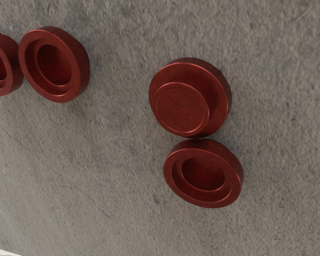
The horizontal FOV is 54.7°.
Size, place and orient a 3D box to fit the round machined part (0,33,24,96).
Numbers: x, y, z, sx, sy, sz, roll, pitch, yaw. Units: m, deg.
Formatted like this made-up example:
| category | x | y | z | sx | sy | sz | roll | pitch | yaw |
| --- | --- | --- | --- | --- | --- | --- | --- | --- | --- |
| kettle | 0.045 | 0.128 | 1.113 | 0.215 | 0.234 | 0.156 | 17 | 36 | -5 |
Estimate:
| category | x | y | z | sx | sy | sz | roll | pitch | yaw |
| --- | --- | --- | --- | --- | --- | --- | --- | --- | --- |
| round machined part | -0.240 | -0.100 | 0.458 | 0.098 | 0.042 | 0.097 | 13 | 124 | 20 |

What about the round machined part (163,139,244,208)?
| category | x | y | z | sx | sy | sz | roll | pitch | yaw |
| --- | --- | --- | --- | --- | --- | --- | --- | --- | --- |
| round machined part | 0.057 | 0.052 | 0.394 | 0.098 | 0.042 | 0.097 | 13 | 129 | 17 |

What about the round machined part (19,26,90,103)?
| category | x | y | z | sx | sy | sz | roll | pitch | yaw |
| --- | --- | --- | --- | --- | --- | --- | --- | --- | --- |
| round machined part | -0.134 | -0.086 | 0.411 | 0.098 | 0.042 | 0.097 | 13 | 124 | 20 |

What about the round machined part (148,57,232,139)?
| category | x | y | z | sx | sy | sz | roll | pitch | yaw |
| --- | --- | --- | --- | --- | --- | --- | --- | --- | --- |
| round machined part | 0.030 | -0.029 | 0.361 | 0.098 | 0.042 | 0.097 | 13 | 124 | 20 |
